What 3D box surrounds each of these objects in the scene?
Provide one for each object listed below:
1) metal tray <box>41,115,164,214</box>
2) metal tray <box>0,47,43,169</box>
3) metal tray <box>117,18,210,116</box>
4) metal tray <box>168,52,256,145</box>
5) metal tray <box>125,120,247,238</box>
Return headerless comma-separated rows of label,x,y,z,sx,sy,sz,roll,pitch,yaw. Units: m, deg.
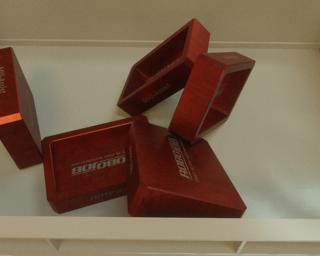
metal tray,-0.067,0.038,0.368,0.131,0.030,0.090,-14,52,-12
metal tray,-0.178,-0.026,0.382,0.030,0.089,0.130,-17,52,-14
metal tray,0.003,-0.077,0.410,0.030,0.130,0.090,38,45,-26
metal tray,0.065,-0.040,0.361,0.030,0.089,0.131,30,26,20
metal tray,0.015,0.040,0.296,0.091,0.030,0.130,16,20,-14
